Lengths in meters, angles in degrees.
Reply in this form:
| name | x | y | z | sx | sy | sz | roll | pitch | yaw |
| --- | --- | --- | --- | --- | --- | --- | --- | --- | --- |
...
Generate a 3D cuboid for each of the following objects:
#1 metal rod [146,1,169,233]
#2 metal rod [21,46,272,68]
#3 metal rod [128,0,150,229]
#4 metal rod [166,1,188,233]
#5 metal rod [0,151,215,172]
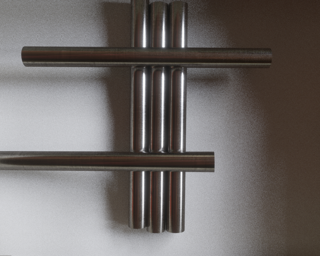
| name | x | y | z | sx | sy | sz | roll | pitch | yaw |
| --- | --- | --- | --- | --- | --- | --- | --- | --- | --- |
| metal rod | -0.003 | -0.014 | 0.410 | 0.025 | 0.025 | 0.298 | 1 | 90 | 0 |
| metal rod | -0.016 | -0.088 | 0.385 | 0.302 | 0.025 | 0.025 | 0 | 90 | 0 |
| metal rod | -0.028 | -0.019 | 0.410 | 0.025 | 0.025 | 0.298 | 1 | 90 | 0 |
| metal rod | 0.022 | -0.014 | 0.410 | 0.025 | 0.025 | 0.298 | 1 | 90 | 0 |
| metal rod | -0.084 | 0.042 | 0.391 | 0.302 | 0.025 | 0.025 | 0 | 90 | 7 |
